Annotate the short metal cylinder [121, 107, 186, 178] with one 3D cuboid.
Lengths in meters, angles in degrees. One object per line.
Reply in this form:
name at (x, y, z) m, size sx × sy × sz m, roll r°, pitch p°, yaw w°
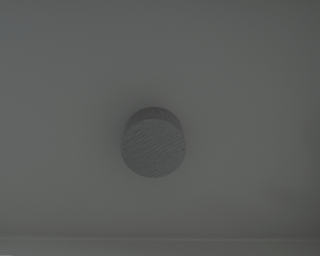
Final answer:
short metal cylinder at (-0.008, 0.018, 0.404) m, size 0.081 × 0.050 × 0.079 m, roll 0°, pitch 110°, yaw -1°
